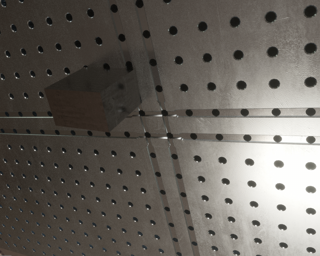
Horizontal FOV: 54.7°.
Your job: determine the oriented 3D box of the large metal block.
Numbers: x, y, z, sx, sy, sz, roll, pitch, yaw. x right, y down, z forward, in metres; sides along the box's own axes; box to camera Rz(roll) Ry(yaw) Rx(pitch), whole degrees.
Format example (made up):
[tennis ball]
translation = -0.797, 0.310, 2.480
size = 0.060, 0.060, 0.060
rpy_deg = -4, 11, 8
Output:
[large metal block]
translation = -0.081, -0.040, 0.392
size = 0.080, 0.080, 0.050
rpy_deg = 7, 121, 24
